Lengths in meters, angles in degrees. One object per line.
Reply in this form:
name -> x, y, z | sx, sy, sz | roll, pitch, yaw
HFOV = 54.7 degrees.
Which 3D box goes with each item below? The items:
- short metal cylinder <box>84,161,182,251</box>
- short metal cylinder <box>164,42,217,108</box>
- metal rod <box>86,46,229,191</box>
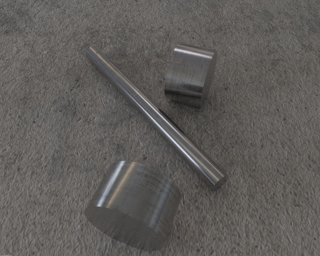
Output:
short metal cylinder -> -0.025, 0.077, 0.303 | 0.080, 0.080, 0.050 | 16, 52, 13
short metal cylinder -> 0.044, -0.073, 0.429 | 0.050, 0.080, 0.080 | 16, 52, 13
metal rod -> -0.021, -0.030, 0.427 | 0.025, 0.025, 0.300 | -30, 56, -23
